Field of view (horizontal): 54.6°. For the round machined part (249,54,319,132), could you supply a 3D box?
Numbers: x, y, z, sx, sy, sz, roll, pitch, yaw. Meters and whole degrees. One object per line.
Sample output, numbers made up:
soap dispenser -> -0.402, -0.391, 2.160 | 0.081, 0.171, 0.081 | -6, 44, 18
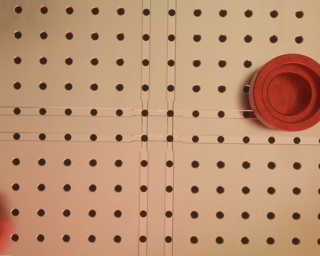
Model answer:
round machined part -> 0.165, -0.044, 0.406 | 0.099, 0.042, 0.097 | 0, 90, 0
